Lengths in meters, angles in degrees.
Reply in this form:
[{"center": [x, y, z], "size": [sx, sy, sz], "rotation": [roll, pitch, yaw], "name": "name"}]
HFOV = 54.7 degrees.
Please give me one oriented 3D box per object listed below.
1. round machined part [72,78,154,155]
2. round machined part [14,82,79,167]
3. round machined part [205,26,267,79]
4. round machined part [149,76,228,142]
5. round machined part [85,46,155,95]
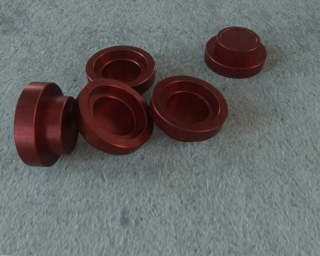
[{"center": [-0.060, -0.010, 0.380], "size": [0.099, 0.042, 0.098], "rotation": [22, 47, -26], "name": "round machined part"}, {"center": [-0.123, -0.004, 0.357], "size": [0.042, 0.097, 0.098], "rotation": [3, 50, 2], "name": "round machined part"}, {"center": [0.123, -0.128, 0.501], "size": [0.099, 0.042, 0.098], "rotation": [0, 50, 0], "name": "round machined part"}, {"center": [0.034, -0.020, 0.403], "size": [0.099, 0.042, 0.098], "rotation": [7, 49, -8], "name": "round machined part"}, {"center": [-0.056, -0.075, 0.454], "size": [0.099, 0.042, 0.098], "rotation": [0, 49, 0], "name": "round machined part"}]
